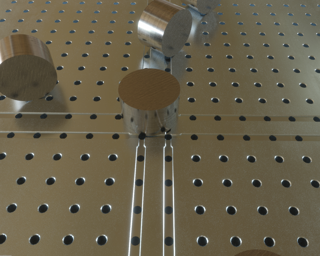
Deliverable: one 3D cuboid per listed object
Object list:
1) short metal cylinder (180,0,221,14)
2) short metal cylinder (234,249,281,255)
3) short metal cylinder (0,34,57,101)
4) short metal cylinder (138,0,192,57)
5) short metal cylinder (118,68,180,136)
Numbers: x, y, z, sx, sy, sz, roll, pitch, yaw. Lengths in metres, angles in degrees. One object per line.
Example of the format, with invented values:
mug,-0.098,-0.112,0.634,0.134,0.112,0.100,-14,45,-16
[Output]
short metal cylinder,0.082,-0.270,0.600,0.080,0.080,0.050,-33,58,-25
short metal cylinder,0.084,0.153,0.264,0.081,0.050,0.080,0,50,0
short metal cylinder,-0.193,-0.085,0.441,0.081,0.080,0.050,-18,53,-15
short metal cylinder,0.009,-0.164,0.510,0.050,0.080,0.080,33,57,24
short metal cylinder,-0.014,-0.036,0.422,0.081,0.050,0.080,0,50,0
